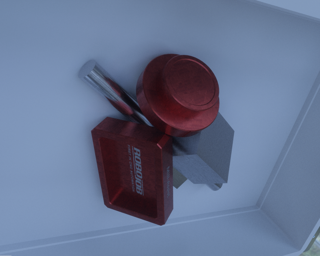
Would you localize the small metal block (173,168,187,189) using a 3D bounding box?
[{"bbox_3d":[0.008,0.050,0.427,0.025,0.050,0.050,-44,130,2],"label":"small metal block"}]

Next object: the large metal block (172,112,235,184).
[{"bbox_3d":[0.054,0.020,0.409,0.080,0.050,0.080,43,51,-39],"label":"large metal block"}]

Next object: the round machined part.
[{"bbox_3d":[0.027,-0.042,0.347,0.099,0.098,0.042,-2,160,-28],"label":"round machined part"}]

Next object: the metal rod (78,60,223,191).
[{"bbox_3d":[0.008,0.016,0.422,0.025,0.025,0.300,-45,130,3],"label":"metal rod"}]

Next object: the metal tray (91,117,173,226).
[{"bbox_3d":[-0.031,0.056,0.385,0.030,0.090,0.129,-51,146,-50],"label":"metal tray"}]
